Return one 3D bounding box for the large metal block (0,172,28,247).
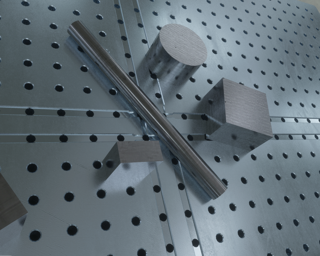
[{"bbox_3d":[-0.157,0.061,0.251,0.050,0.080,0.080,-33,80,-38],"label":"large metal block"}]

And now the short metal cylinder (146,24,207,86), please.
[{"bbox_3d":[0.025,-0.112,0.476,0.081,0.050,0.080,14,56,-21],"label":"short metal cylinder"}]

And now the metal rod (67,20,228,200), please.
[{"bbox_3d":[-0.020,-0.028,0.415,0.300,0.025,0.025,49,51,6],"label":"metal rod"}]

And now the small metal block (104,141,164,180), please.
[{"bbox_3d":[-0.031,0.037,0.354,0.050,0.050,0.025,0,62,-28],"label":"small metal block"}]

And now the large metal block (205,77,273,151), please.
[{"bbox_3d":[0.117,-0.019,0.469,0.081,0.050,0.080,16,55,-19],"label":"large metal block"}]
